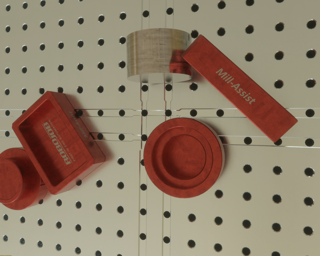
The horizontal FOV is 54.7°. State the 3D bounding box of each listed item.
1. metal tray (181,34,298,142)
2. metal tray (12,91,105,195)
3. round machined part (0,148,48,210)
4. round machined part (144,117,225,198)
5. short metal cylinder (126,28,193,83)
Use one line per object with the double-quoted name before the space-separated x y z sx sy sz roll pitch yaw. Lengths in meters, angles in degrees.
"metal tray" 0.089 -0.042 0.346 0.130 0.090 0.030 46 104 14
"metal tray" -0.153 0.021 0.462 0.090 0.030 0.130 -38 78 15
"round machined part" -0.226 0.079 0.481 0.098 0.042 0.097 0 90 19
"round machined part" 0.032 0.036 0.392 0.098 0.042 0.097 0 90 19
"short metal cylinder" -0.001 -0.086 0.383 0.080 0.080 0.050 -1 90 19
